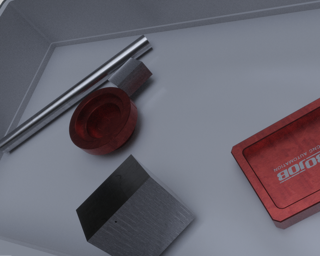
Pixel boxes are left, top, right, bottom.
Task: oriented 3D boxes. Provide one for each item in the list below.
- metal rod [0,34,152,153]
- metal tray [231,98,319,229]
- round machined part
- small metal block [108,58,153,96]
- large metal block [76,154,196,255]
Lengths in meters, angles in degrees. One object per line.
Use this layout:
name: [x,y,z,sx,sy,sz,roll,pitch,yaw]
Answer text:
metal rod: [-0.142,-0.054,0.510,0.300,0.025,0.025,-35,52,4]
metal tray: [0.150,0.028,0.306,0.130,0.030,0.090,-31,52,8]
round machined part: [-0.074,-0.006,0.436,0.098,0.042,0.098,-13,57,20]
small metal block: [-0.046,-0.076,0.465,0.050,0.025,0.050,-45,30,-4]
large metal block: [-0.024,0.088,0.320,0.080,0.080,0.050,-46,33,-4]
